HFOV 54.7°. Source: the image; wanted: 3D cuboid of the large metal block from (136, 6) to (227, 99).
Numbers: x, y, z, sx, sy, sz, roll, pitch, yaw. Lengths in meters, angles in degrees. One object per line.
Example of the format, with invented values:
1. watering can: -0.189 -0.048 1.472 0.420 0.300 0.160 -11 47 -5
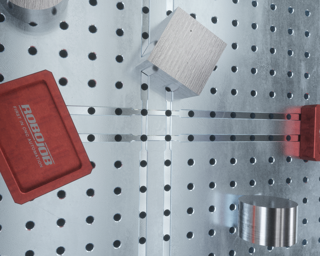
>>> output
1. large metal block: 0.028 -0.096 0.409 0.080 0.050 0.080 32 80 -17

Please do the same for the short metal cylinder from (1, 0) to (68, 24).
1. short metal cylinder: -0.142 -0.164 0.346 0.081 0.050 0.079 0 90 -20

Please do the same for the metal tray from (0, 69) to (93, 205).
1. metal tray: -0.145 0.009 0.356 0.091 0.030 0.129 -24 98 -19

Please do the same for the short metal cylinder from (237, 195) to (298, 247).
1. short metal cylinder: 0.152 0.129 0.440 0.081 0.080 0.050 2 90 -20

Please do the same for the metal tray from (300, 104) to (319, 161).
1. metal tray: 0.298 0.010 0.519 0.131 0.030 0.089 2 89 -20
